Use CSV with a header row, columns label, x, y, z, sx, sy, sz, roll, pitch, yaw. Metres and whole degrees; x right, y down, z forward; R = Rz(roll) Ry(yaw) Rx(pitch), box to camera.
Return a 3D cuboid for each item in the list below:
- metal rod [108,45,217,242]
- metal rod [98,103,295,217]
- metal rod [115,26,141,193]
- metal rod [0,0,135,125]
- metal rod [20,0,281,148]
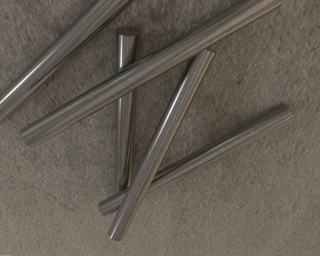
label,x,y,z,sx,sy,sz,roll,pitch,yaw
metal rod,-0.007,0.036,0.397,0.025,0.025,0.298,18,116,-15
metal rod,0.039,0.052,0.433,0.300,0.025,0.025,-30,124,15
metal rod,-0.047,0.013,0.417,0.025,0.025,0.298,4,130,-4
metal rod,-0.120,-0.074,0.341,0.299,0.025,0.025,-33,123,24
metal rod,-0.019,-0.059,0.326,0.300,0.025,0.025,-28,125,10
